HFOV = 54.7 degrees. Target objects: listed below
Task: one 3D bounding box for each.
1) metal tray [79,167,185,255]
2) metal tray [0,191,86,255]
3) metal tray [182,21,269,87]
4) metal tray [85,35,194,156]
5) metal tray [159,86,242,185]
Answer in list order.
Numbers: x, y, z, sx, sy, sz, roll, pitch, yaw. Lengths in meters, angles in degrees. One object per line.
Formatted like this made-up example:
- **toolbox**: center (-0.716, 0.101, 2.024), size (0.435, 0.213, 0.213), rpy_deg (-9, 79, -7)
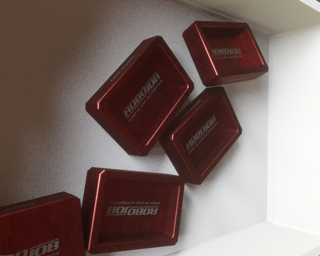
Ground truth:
- **metal tray**: center (-0.030, 0.099, 0.380), size (0.131, 0.030, 0.090), rpy_deg (12, 82, -40)
- **metal tray**: center (-0.138, 0.120, 0.289), size (0.131, 0.030, 0.089), rpy_deg (-8, 95, -40)
- **metal tray**: center (0.103, -0.115, 0.473), size (0.131, 0.030, 0.090), rpy_deg (-14, 79, -39)
- **metal tray**: center (-0.019, -0.041, 0.389), size (0.090, 0.030, 0.130), rpy_deg (51, 60, -28)
- **metal tray**: center (0.065, 0.009, 0.459), size (0.131, 0.030, 0.090), rpy_deg (-44, 117, -31)
